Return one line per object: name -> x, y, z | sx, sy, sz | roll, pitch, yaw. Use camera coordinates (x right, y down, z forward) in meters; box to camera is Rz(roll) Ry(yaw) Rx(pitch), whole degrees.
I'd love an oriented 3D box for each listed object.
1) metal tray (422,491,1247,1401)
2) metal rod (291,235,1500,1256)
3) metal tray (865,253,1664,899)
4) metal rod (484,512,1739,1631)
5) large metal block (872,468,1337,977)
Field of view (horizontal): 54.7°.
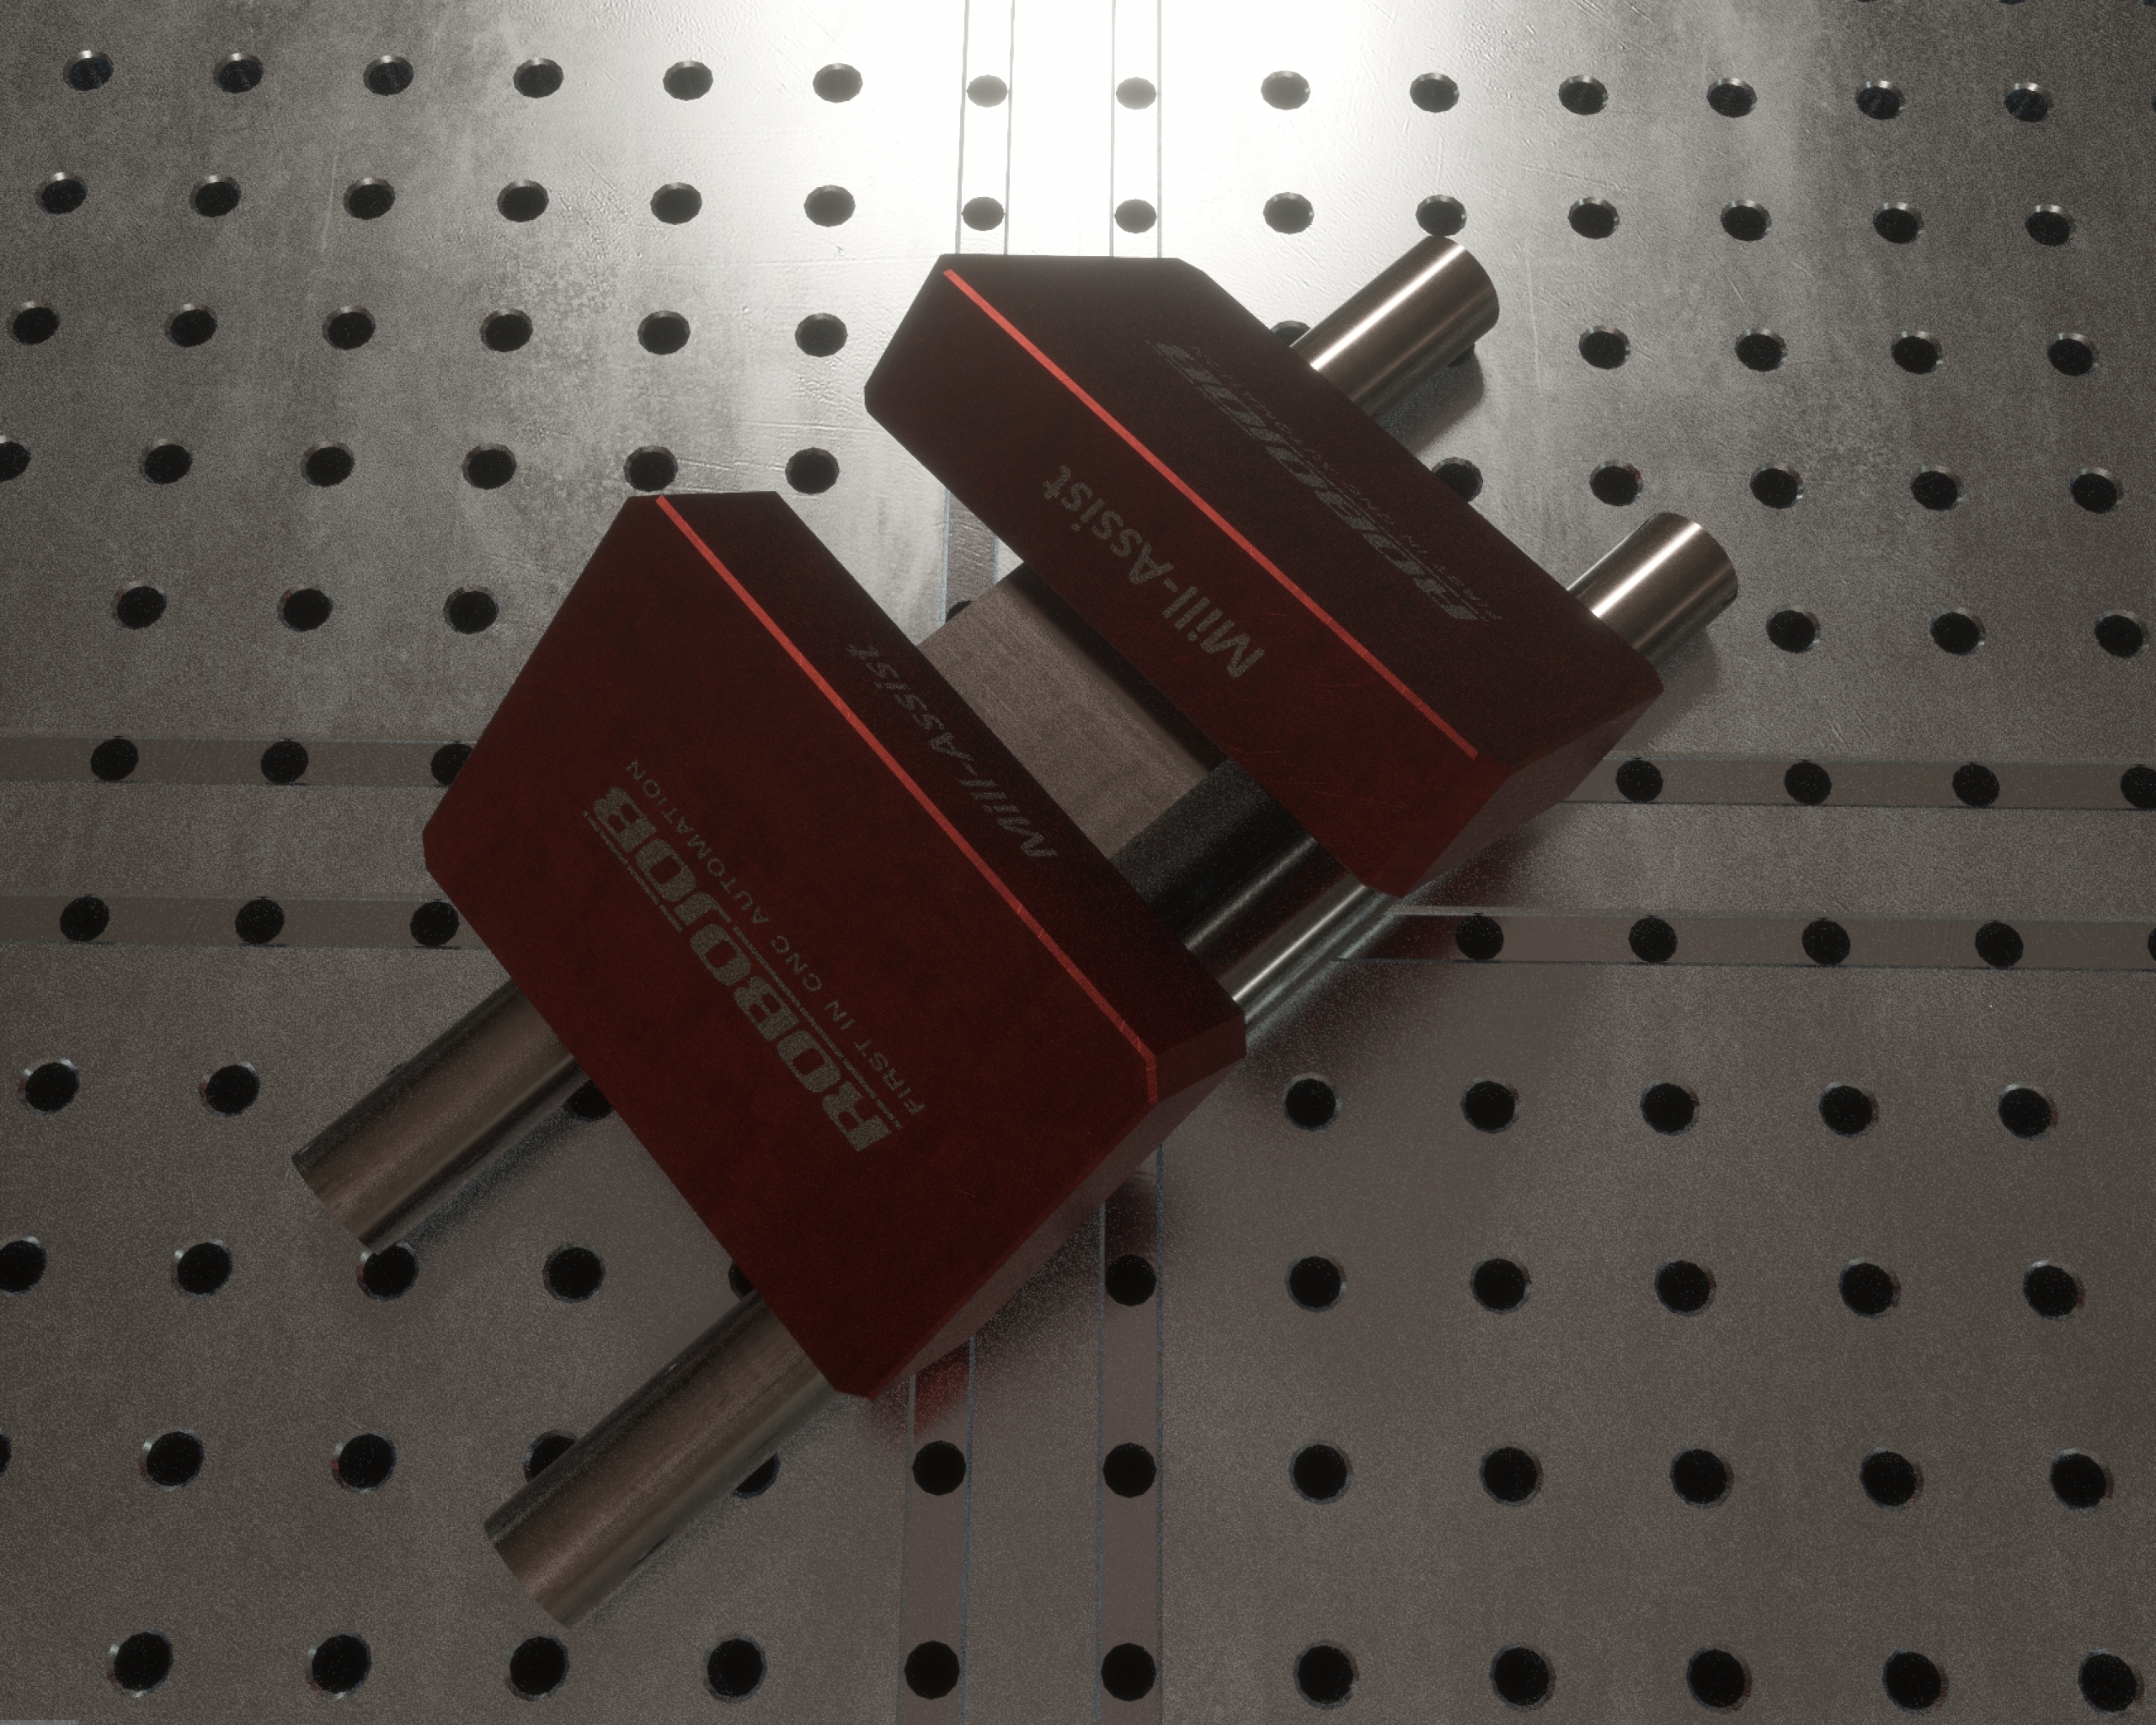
metal tray -> -0.045, 0.012, 0.349 | 0.130, 0.030, 0.090 | 48, 120, 15
metal rod -> -0.027, -0.032, 0.423 | 0.301, 0.025, 0.025 | -41, 75, -14
metal tray -> 0.035, -0.057, 0.375 | 0.130, 0.030, 0.091 | 45, 32, 14
metal rod -> 0.016, 0.031, 0.401 | 0.301, 0.025, 0.025 | -40, 75, -14
large metal block -> 0.001, -0.016, 0.388 | 0.080, 0.080, 0.050 | -40, 75, -13
